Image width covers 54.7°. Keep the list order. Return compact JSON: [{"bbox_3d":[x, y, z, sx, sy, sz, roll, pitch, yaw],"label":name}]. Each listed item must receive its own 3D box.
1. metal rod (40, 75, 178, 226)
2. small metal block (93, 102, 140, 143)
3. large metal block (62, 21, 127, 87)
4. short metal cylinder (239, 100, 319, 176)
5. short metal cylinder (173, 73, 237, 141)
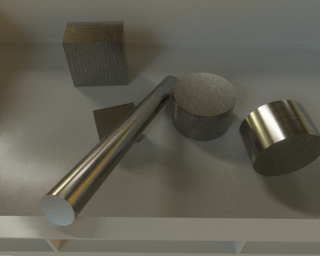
[{"bbox_3d":[-0.025,-0.007,0.332,0.025,0.025,0.301,14,27,11],"label":"metal rod"},{"bbox_3d":[-0.053,-0.001,0.389,0.050,0.050,0.025,-13,52,-11],"label":"small metal block"},{"bbox_3d":[-0.092,-0.108,0.459,0.081,0.080,0.050,-2,50,-2],"label":"large metal block"},{"bbox_3d":[0.140,0.013,0.360,0.081,0.080,0.050,-7,51,-6],"label":"short metal cylinder"},{"bbox_3d":[0.057,-0.029,0.414,0.081,0.050,0.080,0,50,0],"label":"short metal cylinder"}]
